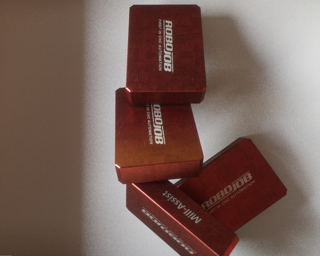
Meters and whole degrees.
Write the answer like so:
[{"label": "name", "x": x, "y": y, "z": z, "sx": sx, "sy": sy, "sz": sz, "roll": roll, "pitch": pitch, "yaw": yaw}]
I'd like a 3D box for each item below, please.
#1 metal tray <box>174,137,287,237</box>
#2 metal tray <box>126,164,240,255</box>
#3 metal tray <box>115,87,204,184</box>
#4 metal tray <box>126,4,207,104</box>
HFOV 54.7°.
[{"label": "metal tray", "x": 0.086, "y": 0.084, "z": 0.409, "sx": 0.130, "sy": 0.030, "sz": 0.090, "roll": -36, "pitch": 90, "yaw": 0}, {"label": "metal tray", "x": 0.018, "y": 0.108, "z": 0.359, "sx": 0.130, "sy": 0.090, "sz": 0.030, "roll": 36, "pitch": 59, "yaw": 18}, {"label": "metal tray", "x": -0.006, "y": 0.000, "z": 0.365, "sx": 0.091, "sy": 0.030, "sz": 0.130, "roll": -5, "pitch": 45, "yaw": -3}, {"label": "metal tray", "x": 0.007, "y": -0.094, "z": 0.383, "sx": 0.091, "sy": 0.030, "sz": 0.130, "roll": 0, "pitch": 66, "yaw": 0}]
